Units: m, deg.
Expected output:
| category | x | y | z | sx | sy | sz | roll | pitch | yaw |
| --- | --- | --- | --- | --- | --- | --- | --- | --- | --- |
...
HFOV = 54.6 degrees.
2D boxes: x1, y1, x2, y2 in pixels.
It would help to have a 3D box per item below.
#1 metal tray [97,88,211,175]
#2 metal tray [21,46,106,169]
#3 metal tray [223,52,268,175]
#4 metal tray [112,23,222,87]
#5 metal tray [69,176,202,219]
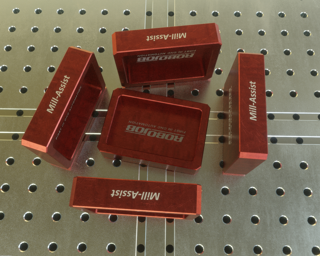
| category | x | y | z | sx | sy | sz | roll | pitch | yaw |
| --- | --- | --- | --- | --- | --- | --- | --- | --- | --- |
| metal tray | -0.006 | 0.003 | 0.407 | 0.131 | 0.030 | 0.090 | 11 | 70 | 3 |
| metal tray | -0.112 | -0.022 | 0.385 | 0.030 | 0.090 | 0.130 | 17 | 71 | 6 |
| metal tray | 0.102 | -0.015 | 0.383 | 0.030 | 0.090 | 0.130 | 4 | 70 | 1 |
| metal tray | 0.008 | -0.093 | 0.411 | 0.131 | 0.090 | 0.030 | -6 | 70 | -2 |
| metal tray | -0.024 | 0.081 | 0.348 | 0.131 | 0.090 | 0.030 | 3 | 70 | 1 |
